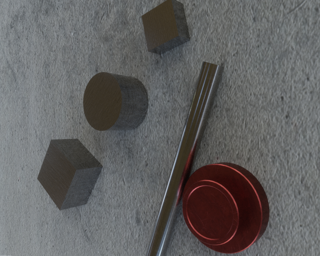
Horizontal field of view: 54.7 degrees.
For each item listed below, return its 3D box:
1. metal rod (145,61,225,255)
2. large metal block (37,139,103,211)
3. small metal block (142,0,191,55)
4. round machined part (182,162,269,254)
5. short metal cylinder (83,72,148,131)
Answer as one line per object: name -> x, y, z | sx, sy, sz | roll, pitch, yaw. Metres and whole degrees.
metal rod -> 0.022, 0.067, 0.384 | 0.025, 0.025, 0.298 | 25, 106, 37
large metal block -> -0.149, 0.073, 0.509 | 0.080, 0.050, 0.079 | 40, 114, 32
small metal block -> 0.007, -0.129, 0.397 | 0.050, 0.025, 0.050 | -17, 80, 38
round machined part -> 0.064, 0.088, 0.340 | 0.098, 0.042, 0.097 | 0, 90, 39
short metal cylinder -> -0.063, -0.036, 0.439 | 0.080, 0.050, 0.079 | 0, 90, 39
